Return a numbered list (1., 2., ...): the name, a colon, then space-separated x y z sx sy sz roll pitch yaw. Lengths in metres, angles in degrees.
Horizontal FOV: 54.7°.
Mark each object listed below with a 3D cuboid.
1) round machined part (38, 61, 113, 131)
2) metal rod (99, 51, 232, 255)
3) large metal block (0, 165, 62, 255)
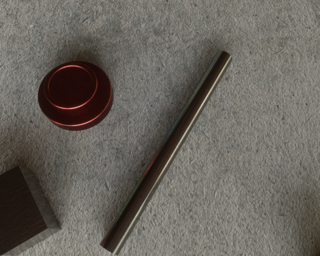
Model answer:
1. round machined part: -0.115 -0.049 0.416 0.099 0.042 0.098 0 70 -1
2. metal rod: 0.017 0.019 0.401 0.025 0.025 0.300 29 72 10
3. large metal block: -0.174 0.102 0.355 0.080 0.050 0.080 -30 73 -11
